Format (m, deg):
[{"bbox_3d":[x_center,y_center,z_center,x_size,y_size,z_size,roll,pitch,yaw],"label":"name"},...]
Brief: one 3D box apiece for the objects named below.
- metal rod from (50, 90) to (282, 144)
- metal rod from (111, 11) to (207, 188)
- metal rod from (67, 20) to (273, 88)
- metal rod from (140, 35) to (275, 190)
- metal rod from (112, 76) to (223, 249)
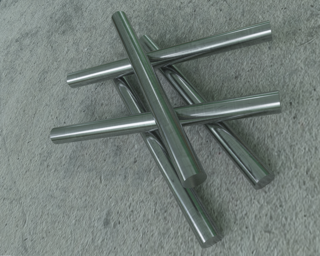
[{"bbox_3d":[-0.011,-0.008,0.383,0.301,0.025,0.025,-8,58,23],"label":"metal rod"},{"bbox_3d":[-0.015,-0.059,0.384,0.025,0.025,0.299,-30,52,9],"label":"metal rod"},{"bbox_3d":[-0.002,-0.097,0.433,0.301,0.025,0.025,-9,58,23],"label":"metal rod"},{"bbox_3d":[0.041,-0.042,0.408,0.025,0.025,0.300,-37,51,3],"label":"metal rod"},{"bbox_3d":[-0.009,0.012,0.400,0.025,0.025,0.300,-35,51,5],"label":"metal rod"}]
